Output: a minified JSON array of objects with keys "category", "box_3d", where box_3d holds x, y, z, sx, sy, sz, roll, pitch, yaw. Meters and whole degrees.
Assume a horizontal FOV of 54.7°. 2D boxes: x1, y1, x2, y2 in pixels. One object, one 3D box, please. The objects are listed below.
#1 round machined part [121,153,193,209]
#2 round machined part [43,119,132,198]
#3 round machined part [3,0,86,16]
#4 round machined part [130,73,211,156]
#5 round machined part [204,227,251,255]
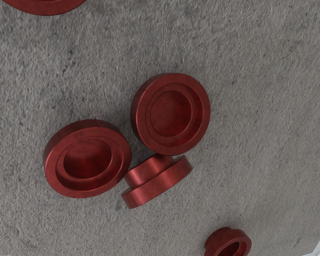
[{"category":"round machined part","box_3d":[-0.010,0.060,0.405,0.098,0.098,0.042,-32,87,-8]},{"category":"round machined part","box_3d":[-0.087,0.032,0.368,0.099,0.042,0.097,-14,124,-21]},{"category":"round machined part","box_3d":[-0.100,-0.146,0.251,0.099,0.042,0.097,-14,124,-21]},{"category":"round machined part","box_3d":[0.009,-0.018,0.378,0.099,0.042,0.097,-6,103,-25]},{"category":"round machined part","box_3d":[0.128,0.235,0.611,0.099,0.042,0.097,-14,124,-21]}]
